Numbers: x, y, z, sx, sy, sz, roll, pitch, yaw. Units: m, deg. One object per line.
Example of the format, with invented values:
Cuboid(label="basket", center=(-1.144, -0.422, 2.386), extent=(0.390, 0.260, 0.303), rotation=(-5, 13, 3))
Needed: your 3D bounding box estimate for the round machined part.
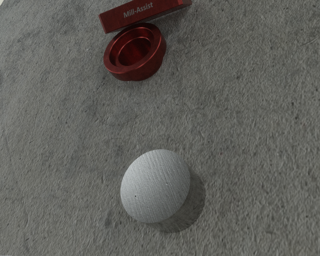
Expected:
Cuboid(label="round machined part", center=(-0.034, -0.112, 0.480), extent=(0.098, 0.042, 0.098), rotation=(-13, 56, 21))

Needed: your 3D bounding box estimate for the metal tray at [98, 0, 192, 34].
Cuboid(label="metal tray", center=(-0.021, -0.189, 0.495), extent=(0.130, 0.030, 0.090), rotation=(-14, 17, 20))

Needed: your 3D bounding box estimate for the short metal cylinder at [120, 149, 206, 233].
Cuboid(label="short metal cylinder", center=(0.004, 0.070, 0.343), extent=(0.080, 0.050, 0.080), rotation=(-13, 56, 21))
